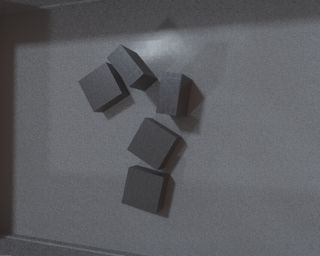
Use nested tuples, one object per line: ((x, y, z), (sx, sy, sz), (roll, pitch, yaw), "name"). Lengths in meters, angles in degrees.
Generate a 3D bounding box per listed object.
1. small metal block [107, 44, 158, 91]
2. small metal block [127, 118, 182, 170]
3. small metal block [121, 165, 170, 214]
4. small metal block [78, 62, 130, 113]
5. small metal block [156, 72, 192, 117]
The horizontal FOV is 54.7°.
((-0.035, -0.078, 0.409), (0.025, 0.050, 0.050), (-41, 78, 15), "small metal block")
((-0.007, 0.020, 0.412), (0.050, 0.025, 0.050), (33, 100, 16), "small metal block")
((-0.019, 0.082, 0.416), (0.050, 0.025, 0.050), (13, 94, 19), "small metal block")
((-0.079, -0.056, 0.437), (0.050, 0.025, 0.050), (-31, 80, 17), "small metal block")
((0.019, -0.041, 0.390), (0.025, 0.050, 0.050), (9, 93, 19), "small metal block")
